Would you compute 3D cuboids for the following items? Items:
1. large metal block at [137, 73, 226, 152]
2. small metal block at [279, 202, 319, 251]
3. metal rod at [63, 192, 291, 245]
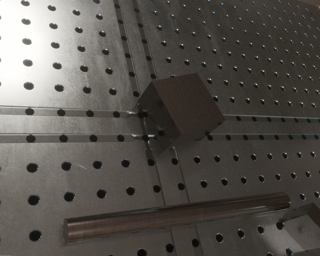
[{"bbox_3d":[0.028,-0.023,0.423,0.081,0.050,0.080,-17,71,-35],"label":"large metal block"},{"bbox_3d":[0.203,0.135,0.422,0.050,0.050,0.025,48,51,5],"label":"small metal block"},{"bbox_3d":[0.042,0.102,0.370,0.303,0.025,0.025,1,62,-28],"label":"metal rod"}]
